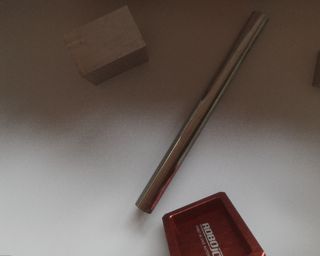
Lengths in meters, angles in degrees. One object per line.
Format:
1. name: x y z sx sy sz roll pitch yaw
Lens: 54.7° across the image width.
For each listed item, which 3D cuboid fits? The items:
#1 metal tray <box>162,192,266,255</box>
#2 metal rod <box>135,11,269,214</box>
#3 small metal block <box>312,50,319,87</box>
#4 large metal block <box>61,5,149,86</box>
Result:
1. metal tray: 0.057 0.132 0.358 0.090 0.130 0.030 -22 108 0
2. metal rod: 0.056 -0.021 0.412 0.025 0.025 0.299 31 90 -1
3. small metal block: 0.239 -0.077 0.415 0.050 0.025 0.050 11 90 -1
4. large metal block: -0.062 -0.097 0.383 0.080 0.080 0.050 -26 90 0
